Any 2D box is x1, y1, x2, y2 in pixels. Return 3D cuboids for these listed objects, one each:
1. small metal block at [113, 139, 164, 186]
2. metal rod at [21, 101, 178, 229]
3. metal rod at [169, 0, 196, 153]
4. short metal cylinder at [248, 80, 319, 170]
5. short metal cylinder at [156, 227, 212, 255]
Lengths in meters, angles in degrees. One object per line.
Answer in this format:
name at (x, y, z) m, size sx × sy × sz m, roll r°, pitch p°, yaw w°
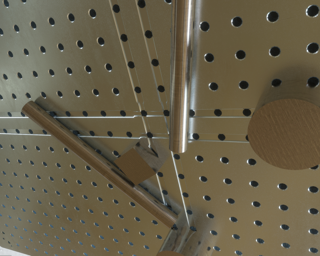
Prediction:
small metal block at (-0.032, 0.051, 0.460) m, size 0.050 × 0.025 × 0.050 m, roll 49°, pitch 129°, yaw -7°
metal rod at (-0.097, 0.058, 0.497) m, size 0.300 × 0.025 × 0.025 m, roll 38°, pitch 129°, yaw 2°
metal rod at (0.024, -0.101, 0.336) m, size 0.025 × 0.025 × 0.298 m, roll 13°, pitch 124°, yaw 21°
short metal cylinder at (0.137, -0.004, 0.321) m, size 0.080 × 0.050 × 0.079 m, roll 13°, pitch 124°, yaw 21°
short metal cylinder at (0.039, 0.209, 0.504) m, size 0.080 × 0.050 × 0.079 m, roll 13°, pitch 124°, yaw 21°
